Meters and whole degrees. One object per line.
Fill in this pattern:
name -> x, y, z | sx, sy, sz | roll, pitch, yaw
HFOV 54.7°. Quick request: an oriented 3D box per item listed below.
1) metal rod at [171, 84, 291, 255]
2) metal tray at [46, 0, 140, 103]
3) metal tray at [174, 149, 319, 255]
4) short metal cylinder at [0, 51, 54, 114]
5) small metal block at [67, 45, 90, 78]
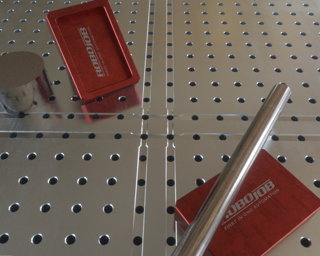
metal rod -> 0.079, 0.048, 0.327 | 0.025, 0.025, 0.301 | 26, 55, 20
metal tray -> -0.095, -0.111, 0.447 | 0.091, 0.030, 0.129 | -23, 93, -18
metal tray -> 0.092, 0.087, 0.332 | 0.131, 0.030, 0.090 | -28, 55, -22
short metal cylinder -> -0.201, -0.066, 0.445 | 0.080, 0.050, 0.080 | 0, 50, 0
small metal block -> -0.126, -0.111, 0.484 | 0.050, 0.050, 0.025 | -17, 52, -14
